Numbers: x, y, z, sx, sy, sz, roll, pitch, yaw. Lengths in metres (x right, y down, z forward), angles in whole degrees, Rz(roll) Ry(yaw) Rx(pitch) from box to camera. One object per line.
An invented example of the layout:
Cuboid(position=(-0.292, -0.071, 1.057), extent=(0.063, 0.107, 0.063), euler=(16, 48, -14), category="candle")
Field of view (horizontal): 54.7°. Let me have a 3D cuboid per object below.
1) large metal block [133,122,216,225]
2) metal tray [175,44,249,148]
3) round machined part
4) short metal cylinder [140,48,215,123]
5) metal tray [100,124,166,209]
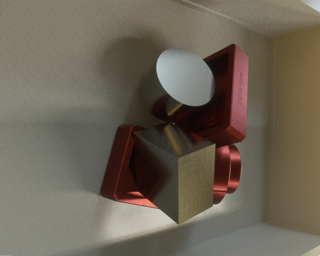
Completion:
Cuboid(position=(0.015, 0.047, 0.353), extent=(0.050, 0.080, 0.079), euler=(-18, 117, -33), category="large metal block")
Cuboid(position=(0.065, -0.036, 0.399), extent=(0.030, 0.090, 0.130), euler=(32, 54, -33), category="metal tray")
Cuboid(position=(0.077, 0.054, 0.419), extent=(0.042, 0.098, 0.097), euler=(5, 86, -10), category="round machined part")
Cuboid(position=(0.021, -0.053, 0.389), extent=(0.081, 0.050, 0.080), euler=(12, 63, -23), category="short metal cylinder")
Cuboid(position=(-0.004, 0.056, 0.399), extent=(0.131, 0.030, 0.090), euler=(22, 76, -38), category="metal tray")
